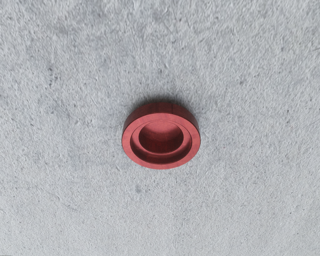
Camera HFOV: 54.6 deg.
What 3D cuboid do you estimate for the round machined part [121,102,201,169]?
[{"bbox_3d":[0.001,0.006,0.401,0.099,0.042,0.097,0,130,0],"label":"round machined part"}]
